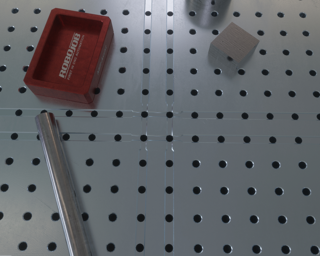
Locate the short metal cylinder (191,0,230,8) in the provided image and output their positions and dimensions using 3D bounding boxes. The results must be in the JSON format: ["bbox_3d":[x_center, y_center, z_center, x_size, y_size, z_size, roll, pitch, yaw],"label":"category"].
[{"bbox_3d":[0.082,-0.238,0.486,0.081,0.050,0.080,0,70,0],"label":"short metal cylinder"}]

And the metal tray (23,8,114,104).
[{"bbox_3d":[-0.127,-0.106,0.446,0.090,0.030,0.130,11,70,4],"label":"metal tray"}]

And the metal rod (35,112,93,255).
[{"bbox_3d":[-0.103,0.117,0.368,0.025,0.025,0.299,-19,71,-7],"label":"metal rod"}]

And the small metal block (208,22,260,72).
[{"bbox_3d":[0.108,-0.120,0.456,0.050,0.025,0.050,40,75,13],"label":"small metal block"}]
